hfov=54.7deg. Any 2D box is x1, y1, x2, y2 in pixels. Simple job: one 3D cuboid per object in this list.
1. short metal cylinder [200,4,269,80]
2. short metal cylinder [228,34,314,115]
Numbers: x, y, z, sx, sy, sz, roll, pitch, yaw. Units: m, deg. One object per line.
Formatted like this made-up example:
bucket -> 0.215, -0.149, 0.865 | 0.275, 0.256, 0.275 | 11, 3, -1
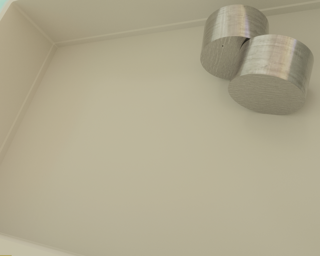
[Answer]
short metal cylinder -> 0.093, -0.104, 0.385 | 0.080, 0.080, 0.050 | -4, 60, 26
short metal cylinder -> 0.121, -0.056, 0.341 | 0.080, 0.080, 0.050 | 8, 67, 32
